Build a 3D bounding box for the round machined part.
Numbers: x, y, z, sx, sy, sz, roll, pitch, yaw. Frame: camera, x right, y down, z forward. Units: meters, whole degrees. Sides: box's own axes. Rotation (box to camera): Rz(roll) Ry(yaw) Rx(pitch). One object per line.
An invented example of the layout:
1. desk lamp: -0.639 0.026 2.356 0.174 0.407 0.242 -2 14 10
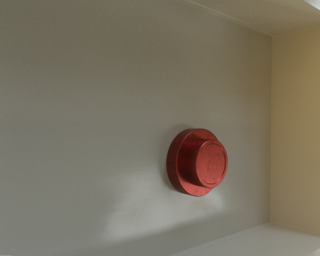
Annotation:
1. round machined part: 0.060 0.050 0.444 0.099 0.042 0.097 0 90 -40
